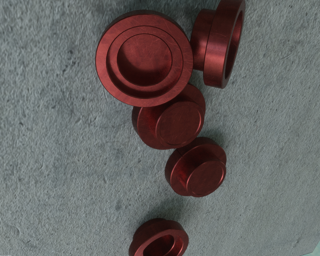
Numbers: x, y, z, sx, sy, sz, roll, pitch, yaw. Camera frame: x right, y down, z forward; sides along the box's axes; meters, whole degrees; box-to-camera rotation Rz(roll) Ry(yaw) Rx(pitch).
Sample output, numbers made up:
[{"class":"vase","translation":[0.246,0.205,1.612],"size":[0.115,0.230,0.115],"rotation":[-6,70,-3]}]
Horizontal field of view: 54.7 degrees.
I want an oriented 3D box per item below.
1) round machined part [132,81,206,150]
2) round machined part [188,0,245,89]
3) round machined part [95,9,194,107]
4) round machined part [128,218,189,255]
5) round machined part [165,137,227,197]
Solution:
[{"class":"round machined part","translation":[0.017,-0.013,0.397],"size":[0.099,0.042,0.097],"rotation":[-14,124,-21]},{"class":"round machined part","translation":[0.062,-0.096,0.348],"size":[0.098,0.042,0.097],"rotation":[14,91,-74]},{"class":"round machined part","translation":[-0.016,-0.074,0.327],"size":[0.099,0.042,0.097],"rotation":[-2,122,-3]},{"class":"round machined part","translation":[-0.006,0.188,0.509],"size":[0.099,0.042,0.097],"rotation":[-14,124,-21]},{"class":"round machined part","translation":[0.060,0.066,0.469],"size":[0.099,0.042,0.097],"rotation":[-14,124,-21]}]
